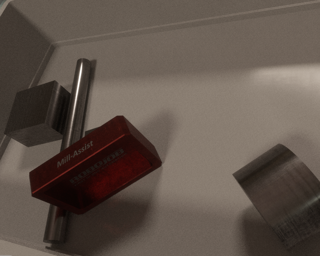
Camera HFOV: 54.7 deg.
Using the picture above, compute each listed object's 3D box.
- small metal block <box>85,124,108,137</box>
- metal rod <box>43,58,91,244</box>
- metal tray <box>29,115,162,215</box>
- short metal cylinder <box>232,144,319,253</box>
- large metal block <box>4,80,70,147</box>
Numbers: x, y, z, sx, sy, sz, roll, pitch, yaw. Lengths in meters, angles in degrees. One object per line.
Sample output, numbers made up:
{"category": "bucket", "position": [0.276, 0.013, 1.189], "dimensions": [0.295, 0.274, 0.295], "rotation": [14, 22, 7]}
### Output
{"category": "small metal block", "position": [-0.077, 0.025, 0.429], "dimensions": [0.050, 0.025, 0.050], "rotation": [-17, 55, 18]}
{"category": "metal rod", "position": [-0.133, 0.014, 0.464], "dimensions": [0.025, 0.025, 0.299], "rotation": [-13, 56, 20]}
{"category": "metal tray", "position": [-0.074, 0.049, 0.370], "dimensions": [0.130, 0.090, 0.030], "rotation": [-32, 52, 7]}
{"category": "short metal cylinder", "position": [0.109, 0.061, 0.276], "dimensions": [0.050, 0.080, 0.080], "rotation": [-35, 52, 5]}
{"category": "large metal block", "position": [-0.192, -0.022, 0.501], "dimensions": [0.080, 0.050, 0.080], "rotation": [-12, 57, 21]}
